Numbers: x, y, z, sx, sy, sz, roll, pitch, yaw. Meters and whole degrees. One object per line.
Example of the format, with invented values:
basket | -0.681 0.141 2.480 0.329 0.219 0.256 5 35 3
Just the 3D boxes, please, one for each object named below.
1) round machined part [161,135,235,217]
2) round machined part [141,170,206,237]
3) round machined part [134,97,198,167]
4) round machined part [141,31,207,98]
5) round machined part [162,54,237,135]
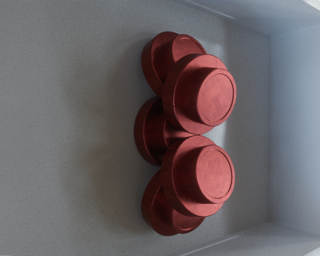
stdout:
round machined part | 0.052 0.056 0.371 0.099 0.042 0.098 11 72 -38
round machined part | 0.028 0.096 0.399 0.099 0.042 0.097 -15 114 -36
round machined part | 0.018 0.004 0.408 0.099 0.042 0.097 1 88 -40
round machined part | 0.028 -0.082 0.402 0.099 0.042 0.098 16 64 -35
round machined part | 0.054 -0.039 0.372 0.099 0.042 0.097 -13 110 -37
